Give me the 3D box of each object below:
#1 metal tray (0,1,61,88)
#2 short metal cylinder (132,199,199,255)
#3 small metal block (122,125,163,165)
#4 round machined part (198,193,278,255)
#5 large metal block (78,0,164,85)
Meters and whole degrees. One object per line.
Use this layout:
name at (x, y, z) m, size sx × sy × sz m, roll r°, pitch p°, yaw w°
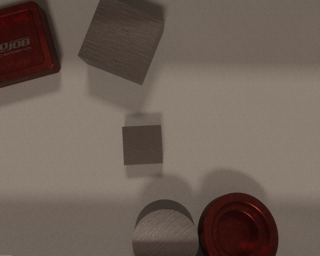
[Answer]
metal tray at (-0.208, -0.102, 0.406) m, size 0.131 × 0.030 × 0.090 m, roll -15°, pitch 90°, yaw -1°
short metal cylinder at (0.007, 0.138, 0.399) m, size 0.081 × 0.050 × 0.079 m, roll 0°, pitch 90°, yaw -1°
small metal block at (-0.022, 0.022, 0.411) m, size 0.050 × 0.025 × 0.050 m, roll -3°, pitch 90°, yaw -1°
round machined part at (0.094, 0.134, 0.393) m, size 0.099 × 0.042 × 0.098 m, roll 5°, pitch 69°, yaw -12°
large metal block at (-0.047, -0.110, 0.398) m, size 0.080 × 0.050 × 0.080 m, roll 21°, pitch 90°, yaw -1°
